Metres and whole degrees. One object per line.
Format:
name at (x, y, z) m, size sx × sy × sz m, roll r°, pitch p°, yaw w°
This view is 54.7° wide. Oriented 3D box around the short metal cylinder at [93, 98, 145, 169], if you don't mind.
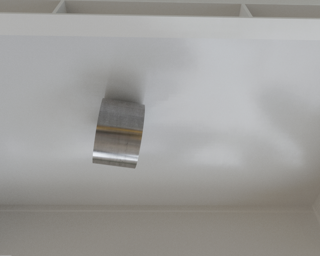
short metal cylinder at (-0.050, 0.007, 0.378) m, size 0.050 × 0.080 × 0.079 m, roll 9°, pitch 130°, yaw -8°
